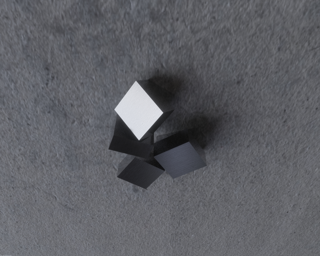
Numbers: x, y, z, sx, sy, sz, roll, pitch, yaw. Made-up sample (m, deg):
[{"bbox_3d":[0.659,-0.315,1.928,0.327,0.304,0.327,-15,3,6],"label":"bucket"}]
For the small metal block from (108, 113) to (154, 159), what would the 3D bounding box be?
[{"bbox_3d":[-0.035,0.008,0.397,0.050,0.050,0.025,15,129,-13],"label":"small metal block"}]

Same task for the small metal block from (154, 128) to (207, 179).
[{"bbox_3d":[0.026,0.035,0.404,0.050,0.025,0.050,-25,126,19],"label":"small metal block"}]

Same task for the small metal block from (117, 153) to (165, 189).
[{"bbox_3d":[-0.028,0.059,0.457,0.050,0.025,0.050,28,125,-22],"label":"small metal block"}]

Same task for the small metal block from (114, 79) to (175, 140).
[{"bbox_3d":[-0.019,-0.022,0.370,0.050,0.025,0.050,50,123,14],"label":"small metal block"}]

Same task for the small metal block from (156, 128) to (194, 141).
[{"bbox_3d":[0.026,0.032,0.435,0.050,0.025,0.050,-13,129,10],"label":"small metal block"}]
